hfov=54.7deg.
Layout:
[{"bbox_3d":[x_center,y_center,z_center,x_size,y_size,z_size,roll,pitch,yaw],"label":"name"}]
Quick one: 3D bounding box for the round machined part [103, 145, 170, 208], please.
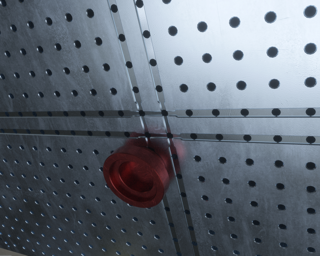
[{"bbox_3d":[-0.031,0.066,0.456,0.098,0.042,0.097,13,124,20],"label":"round machined part"}]
